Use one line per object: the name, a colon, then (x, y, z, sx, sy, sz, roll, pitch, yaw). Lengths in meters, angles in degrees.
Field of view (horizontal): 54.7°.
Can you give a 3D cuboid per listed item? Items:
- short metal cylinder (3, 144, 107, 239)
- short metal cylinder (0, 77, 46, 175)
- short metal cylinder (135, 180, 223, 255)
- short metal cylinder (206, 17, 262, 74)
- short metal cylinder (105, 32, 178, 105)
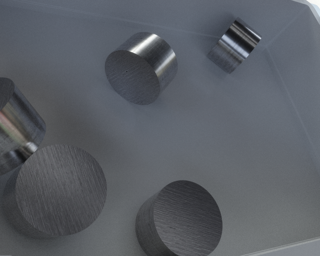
short metal cylinder: (-0.098, 0.060, 0.290, 0.081, 0.050, 0.080, 16, 62, -32)
short metal cylinder: (-0.154, -0.001, 0.281, 0.080, 0.050, 0.080, -12, 44, 12)
short metal cylinder: (0.020, 0.103, 0.337, 0.081, 0.050, 0.080, 14, 56, -21)
short metal cylinder: (0.124, -0.138, 0.521, 0.050, 0.080, 0.080, 39, 51, -3)
short metal cylinder: (-0.024, -0.077, 0.404, 0.080, 0.080, 0.050, 38, 51, -3)
